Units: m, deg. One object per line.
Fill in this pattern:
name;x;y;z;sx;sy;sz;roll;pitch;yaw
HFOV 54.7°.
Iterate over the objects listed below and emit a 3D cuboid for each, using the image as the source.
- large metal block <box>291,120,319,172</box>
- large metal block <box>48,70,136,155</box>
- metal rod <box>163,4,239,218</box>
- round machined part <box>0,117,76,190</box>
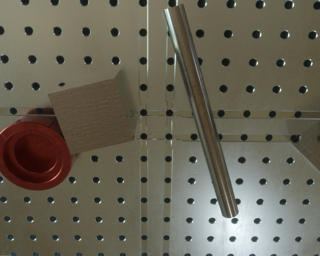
large metal block;0.242;0.029;0.413;0.080;0.050;0.080;42;105;-14
large metal block;-0.081;-0.020;0.392;0.080;0.050;0.080;-13;110;4
metal rod;0.060;-0.008;0.410;0.025;0.025;0.298;-16;110;6
round machined part;-0.162;0.031;0.414;0.099;0.042;0.097;0;110;0
